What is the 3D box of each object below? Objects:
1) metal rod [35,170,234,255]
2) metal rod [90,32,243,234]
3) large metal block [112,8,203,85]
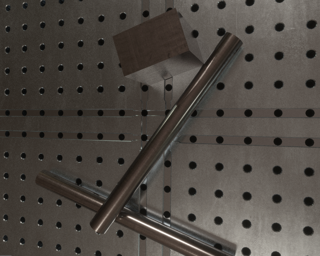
[{"bbox_3d":[-0.046,0.123,0.427,0.301,0.025,0.025,19,96,18],"label":"metal rod"},{"bbox_3d":[0.005,0.011,0.395,0.025,0.025,0.299,37,96,16],"label":"metal rod"},{"bbox_3d":[0.002,-0.095,0.382,0.080,0.080,0.050,-18,84,19],"label":"large metal block"}]
